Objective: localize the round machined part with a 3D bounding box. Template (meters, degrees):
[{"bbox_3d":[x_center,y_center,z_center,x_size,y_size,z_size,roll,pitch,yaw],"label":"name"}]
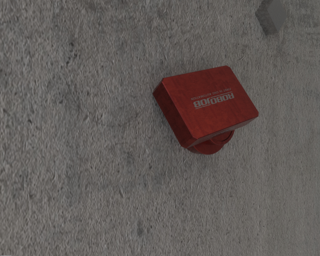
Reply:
[{"bbox_3d":[0.074,-0.009,0.456,0.099,0.042,0.097,0,90,-40],"label":"round machined part"}]

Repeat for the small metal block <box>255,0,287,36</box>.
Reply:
[{"bbox_3d":[0.208,-0.211,0.579,0.050,0.025,0.050,49,61,-29],"label":"small metal block"}]

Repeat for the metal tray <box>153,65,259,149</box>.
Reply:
[{"bbox_3d":[0.066,-0.034,0.425,0.131,0.030,0.090,-18,72,-35],"label":"metal tray"}]
